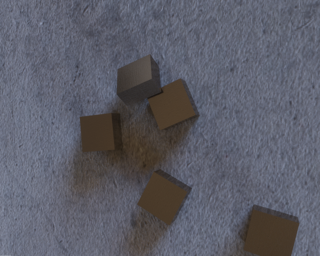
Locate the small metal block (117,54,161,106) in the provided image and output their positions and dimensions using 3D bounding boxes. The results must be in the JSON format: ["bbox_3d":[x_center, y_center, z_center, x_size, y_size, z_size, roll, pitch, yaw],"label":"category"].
[{"bbox_3d":[-0.028,-0.063,0.405,0.050,0.025,0.050,-21,47,18],"label":"small metal block"}]

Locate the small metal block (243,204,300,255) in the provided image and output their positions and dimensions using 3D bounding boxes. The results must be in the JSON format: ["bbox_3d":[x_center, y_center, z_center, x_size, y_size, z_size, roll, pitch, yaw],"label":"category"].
[{"bbox_3d":[0.130,0.124,0.363,0.050,0.025,0.050,13,94,19],"label":"small metal block"}]

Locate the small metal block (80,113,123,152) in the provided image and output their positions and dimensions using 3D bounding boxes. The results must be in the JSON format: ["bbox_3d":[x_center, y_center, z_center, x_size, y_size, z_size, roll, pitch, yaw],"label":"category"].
[{"bbox_3d":[-0.083,0.007,0.437,0.050,0.025,0.050,-6,88,19],"label":"small metal block"}]

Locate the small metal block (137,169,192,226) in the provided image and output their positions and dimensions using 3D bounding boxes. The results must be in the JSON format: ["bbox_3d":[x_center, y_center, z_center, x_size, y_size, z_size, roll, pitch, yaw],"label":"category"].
[{"bbox_3d":[0.006,0.090,0.406,0.050,0.025,0.050,29,99,17],"label":"small metal block"}]

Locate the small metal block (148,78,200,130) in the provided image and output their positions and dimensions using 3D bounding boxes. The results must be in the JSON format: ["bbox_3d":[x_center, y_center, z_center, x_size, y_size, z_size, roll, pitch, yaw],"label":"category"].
[{"bbox_3d":[0.017,-0.030,0.402,0.050,0.025,0.050,-24,82,18],"label":"small metal block"}]
